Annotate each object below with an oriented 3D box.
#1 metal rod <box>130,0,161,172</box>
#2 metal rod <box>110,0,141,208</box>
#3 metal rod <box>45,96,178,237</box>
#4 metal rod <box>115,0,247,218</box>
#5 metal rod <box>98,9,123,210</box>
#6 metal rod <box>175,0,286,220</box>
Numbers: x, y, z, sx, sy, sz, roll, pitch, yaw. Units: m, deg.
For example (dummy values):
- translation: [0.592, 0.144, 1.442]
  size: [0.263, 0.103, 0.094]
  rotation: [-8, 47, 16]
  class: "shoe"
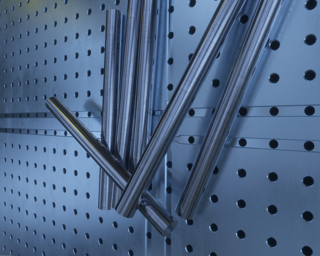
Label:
- translation: [-0.021, -0.048, 0.427]
  size: [0.025, 0.025, 0.298]
  rotation: [7, 95, 40]
  class: "metal rod"
- translation: [-0.047, -0.032, 0.449]
  size: [0.025, 0.025, 0.298]
  rotation: [10, 96, 39]
  class: "metal rod"
- translation: [-0.085, 0.038, 0.447]
  size: [0.300, 0.025, 0.025]
  rotation: [40, 114, 32]
  class: "metal rod"
- translation: [0.024, -0.030, 0.355]
  size: [0.025, 0.025, 0.299]
  rotation: [33, 99, 35]
  class: "metal rod"
- translation: [-0.076, -0.026, 0.473]
  size: [0.025, 0.025, 0.298]
  rotation: [5, 93, 40]
  class: "metal rod"
- translation: [0.079, -0.029, 0.344]
  size: [0.025, 0.025, 0.298]
  rotation: [31, 109, 36]
  class: "metal rod"
